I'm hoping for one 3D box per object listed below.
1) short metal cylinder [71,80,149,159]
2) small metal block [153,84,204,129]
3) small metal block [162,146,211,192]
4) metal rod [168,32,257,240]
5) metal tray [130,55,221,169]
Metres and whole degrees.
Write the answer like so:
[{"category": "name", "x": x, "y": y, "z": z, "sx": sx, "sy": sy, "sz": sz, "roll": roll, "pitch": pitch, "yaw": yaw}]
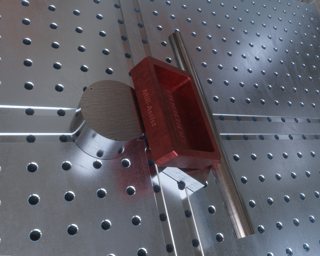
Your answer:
[{"category": "short metal cylinder", "x": -0.059, "y": -0.009, "z": 0.366, "sx": 0.081, "sy": 0.050, "sz": 0.080, "roll": 14, "pitch": 56, "yaw": -21}, {"category": "small metal block", "x": 0.027, "y": -0.031, "z": 0.444, "sx": 0.050, "sy": 0.025, "sz": 0.050, "roll": -16, "pitch": 70, "yaw": -35}, {"category": "small metal block", "x": 0.038, "y": 0.046, "z": 0.401, "sx": 0.050, "sy": 0.025, "sz": 0.050, "roll": 34, "pitch": 51, "yaw": -7}, {"category": "metal rod", "x": 0.061, "y": -0.007, "z": 0.415, "sx": 0.025, "sy": 0.025, "sz": 0.299, "roll": -1, "pitch": 62, "yaw": -29}, {"category": "metal tray", "x": 0.019, "y": -0.017, "z": 0.376, "sx": 0.091, "sy": 0.030, "sz": 0.130, "roll": 11, "pitch": 55, "yaw": -46}]
